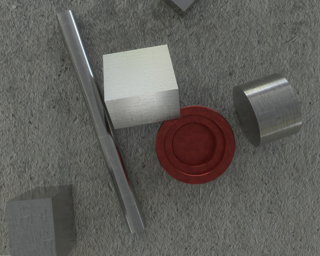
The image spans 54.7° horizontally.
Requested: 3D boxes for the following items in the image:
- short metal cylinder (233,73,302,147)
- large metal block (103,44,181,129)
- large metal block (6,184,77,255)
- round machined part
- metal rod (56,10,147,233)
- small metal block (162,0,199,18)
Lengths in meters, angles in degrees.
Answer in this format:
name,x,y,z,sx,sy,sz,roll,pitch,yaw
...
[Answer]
name,x,y,z,sx,sy,sz,roll,pitch,yaw
short metal cylinder,0.130,-0.022,0.384,0.050,0.080,0.080,-19,90,0
large metal block,-0.023,-0.051,0.378,0.080,0.050,0.080,-10,51,-1
large metal block,-0.141,0.119,0.381,0.050,0.080,0.079,-5,90,0
round machined part,0.044,0.021,0.402,0.099,0.042,0.097,0,90,-1
metal rod,-0.077,-0.008,0.408,0.025,0.025,0.298,-19,90,0
small metal block,0.029,-0.185,0.410,0.050,0.025,0.050,42,90,-1
